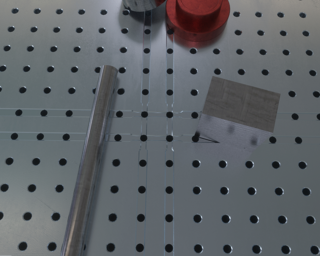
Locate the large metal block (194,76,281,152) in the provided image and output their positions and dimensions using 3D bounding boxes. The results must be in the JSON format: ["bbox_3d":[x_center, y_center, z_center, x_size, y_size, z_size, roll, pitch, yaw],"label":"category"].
[{"bbox_3d":[0.093,-0.014,0.389,0.080,0.080,0.050,16,71,5],"label":"large metal block"}]

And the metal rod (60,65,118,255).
[{"bbox_3d":[-0.090,0.056,0.390,0.025,0.025,0.299,7,70,2],"label":"metal rod"}]

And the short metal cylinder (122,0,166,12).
[{"bbox_3d":[-0.027,-0.225,0.470,0.080,0.050,0.080,-6,62,12],"label":"short metal cylinder"}]

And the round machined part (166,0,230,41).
[{"bbox_3d":[0.058,-0.185,0.471,0.099,0.042,0.098,0,70,0],"label":"round machined part"}]
